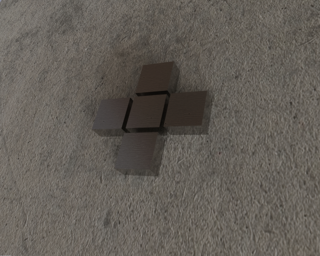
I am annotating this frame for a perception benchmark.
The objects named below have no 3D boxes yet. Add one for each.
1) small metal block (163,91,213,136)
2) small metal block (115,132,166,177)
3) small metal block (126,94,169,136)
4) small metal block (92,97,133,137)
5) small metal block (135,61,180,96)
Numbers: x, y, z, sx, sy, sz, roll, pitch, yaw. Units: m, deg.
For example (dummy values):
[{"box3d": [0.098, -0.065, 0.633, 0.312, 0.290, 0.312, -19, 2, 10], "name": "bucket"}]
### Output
[{"box3d": [0.037, -0.018, 0.396, 0.050, 0.025, 0.050, -2, 61, 27], "name": "small metal block"}, {"box3d": [-0.024, 0.034, 0.396, 0.050, 0.025, 0.050, -2, 61, 27], "name": "small metal block"}, {"box3d": [-0.013, -0.017, 0.421, 0.050, 0.025, 0.050, -2, 61, 27], "name": "small metal block"}, {"box3d": [-0.064, -0.015, 0.446, 0.050, 0.025, 0.050, -2, 61, 27], "name": "small metal block"}, {"box3d": [-0.002, -0.066, 0.446, 0.050, 0.025, 0.050, -2, 61, 27], "name": "small metal block"}]
